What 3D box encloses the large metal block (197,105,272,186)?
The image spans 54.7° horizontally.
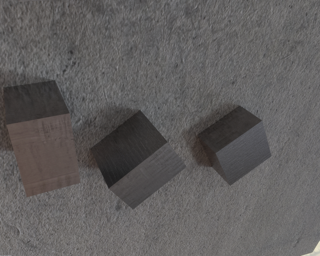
[{"bbox_3d":[0.114,0.027,0.469,0.080,0.050,0.080,-34,129,-6],"label":"large metal block"}]

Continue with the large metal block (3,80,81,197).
[{"bbox_3d":[-0.119,0.007,0.311,0.050,0.080,0.079,-13,124,-22],"label":"large metal block"}]

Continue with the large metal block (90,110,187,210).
[{"bbox_3d":[-0.028,0.036,0.378,0.080,0.080,0.050,-38,129,-3],"label":"large metal block"}]
